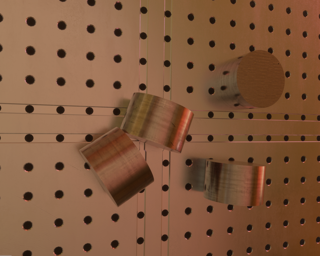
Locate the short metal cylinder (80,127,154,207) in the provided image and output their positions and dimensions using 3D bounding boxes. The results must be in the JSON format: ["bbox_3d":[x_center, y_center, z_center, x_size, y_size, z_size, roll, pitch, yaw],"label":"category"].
[{"bbox_3d":[-0.051,0.045,0.365,0.050,0.080,0.080,-34,101,-17],"label":"short metal cylinder"}]

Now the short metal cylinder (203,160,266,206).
[{"bbox_3d":[0.101,0.072,0.422,0.081,0.080,0.050,5,88,-20],"label":"short metal cylinder"}]

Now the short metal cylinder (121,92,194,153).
[{"bbox_3d":[-0.004,-0.005,0.383,0.080,0.080,0.050,22,83,-19],"label":"short metal cylinder"}]

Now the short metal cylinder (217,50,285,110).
[{"bbox_3d":[0.131,-0.068,0.449,0.081,0.050,0.079,0,90,-20],"label":"short metal cylinder"}]
